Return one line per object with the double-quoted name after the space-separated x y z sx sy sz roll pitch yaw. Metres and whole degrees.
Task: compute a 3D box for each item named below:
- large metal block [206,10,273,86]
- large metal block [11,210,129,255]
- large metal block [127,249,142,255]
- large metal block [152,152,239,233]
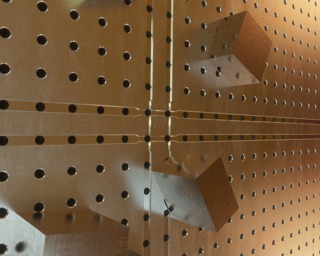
0.130 -0.125 0.500 0.080 0.050 0.080 32 70 -35 "large metal block"
-0.088 0.114 0.299 0.081 0.080 0.050 9 84 -40 "large metal block"
-0.020 0.196 0.356 0.050 0.080 0.080 42 65 -32 "large metal block"
0.047 0.082 0.412 0.050 0.080 0.080 -35 112 -34 "large metal block"
